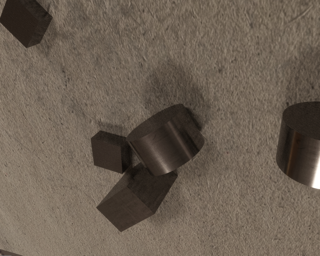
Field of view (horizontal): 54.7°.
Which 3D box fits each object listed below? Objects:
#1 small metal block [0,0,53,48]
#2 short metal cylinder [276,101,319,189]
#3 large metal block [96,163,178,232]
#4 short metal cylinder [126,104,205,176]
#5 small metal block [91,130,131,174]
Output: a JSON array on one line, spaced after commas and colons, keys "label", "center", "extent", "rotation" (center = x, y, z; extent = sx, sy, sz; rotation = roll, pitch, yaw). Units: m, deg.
[{"label": "small metal block", "center": [-0.178, -0.144, 0.409], "extent": [0.050, 0.025, 0.050], "rotation": [45, 129, -4]}, {"label": "short metal cylinder", "center": [0.157, 0.014, 0.297], "extent": [0.080, 0.080, 0.050], "rotation": [10, 123, 22]}, {"label": "large metal block", "center": [-0.032, 0.091, 0.443], "extent": [0.050, 0.080, 0.080], "rotation": [47, 129, -5]}, {"label": "short metal cylinder", "center": [0.006, 0.013, 0.375], "extent": [0.080, 0.080, 0.050], "rotation": [-22, 107, 36]}, {"label": "small metal block", "center": [-0.073, 0.036, 0.466], "extent": [0.050, 0.025, 0.050], "rotation": [14, 124, 20]}]
